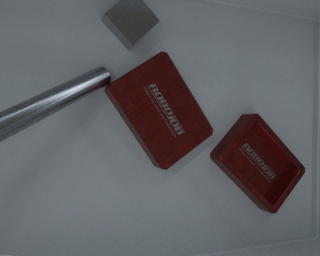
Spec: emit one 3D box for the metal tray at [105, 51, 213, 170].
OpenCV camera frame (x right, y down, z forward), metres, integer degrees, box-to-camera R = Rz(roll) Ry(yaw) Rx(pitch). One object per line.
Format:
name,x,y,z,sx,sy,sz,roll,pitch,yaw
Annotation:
metal tray,0.001,-0.022,0.409,0.090,0.030,0.130,-36,102,-17

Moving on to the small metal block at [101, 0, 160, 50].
small metal block,-0.038,-0.138,0.397,0.050,0.025,0.050,47,75,-15

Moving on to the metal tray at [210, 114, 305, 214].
metal tray,0.149,0.053,0.464,0.130,0.030,0.090,45,76,-15

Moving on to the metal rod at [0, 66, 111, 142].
metal rod,-0.156,0.004,0.284,0.302,0.025,0.025,-39,104,-43
